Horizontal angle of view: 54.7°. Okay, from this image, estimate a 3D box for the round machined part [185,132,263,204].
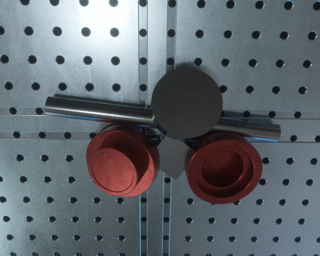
[{"bbox_3d":[0.083,0.050,0.417,0.099,0.042,0.097,-1,113,-3],"label":"round machined part"}]

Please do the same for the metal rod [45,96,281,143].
[{"bbox_3d":[0.006,-0.011,0.406,0.302,0.025,0.025,7,110,-3],"label":"metal rod"}]

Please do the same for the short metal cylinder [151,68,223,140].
[{"bbox_3d":[0.029,-0.026,0.371,0.081,0.050,0.080,0,85,-4],"label":"short metal cylinder"}]

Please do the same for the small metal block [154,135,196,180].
[{"bbox_3d":[0.016,0.034,0.422,0.050,0.025,0.050,35,106,-12],"label":"small metal block"}]

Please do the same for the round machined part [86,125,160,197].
[{"bbox_3d":[-0.053,0.048,0.404,0.098,0.042,0.097,6,112,16],"label":"round machined part"}]
